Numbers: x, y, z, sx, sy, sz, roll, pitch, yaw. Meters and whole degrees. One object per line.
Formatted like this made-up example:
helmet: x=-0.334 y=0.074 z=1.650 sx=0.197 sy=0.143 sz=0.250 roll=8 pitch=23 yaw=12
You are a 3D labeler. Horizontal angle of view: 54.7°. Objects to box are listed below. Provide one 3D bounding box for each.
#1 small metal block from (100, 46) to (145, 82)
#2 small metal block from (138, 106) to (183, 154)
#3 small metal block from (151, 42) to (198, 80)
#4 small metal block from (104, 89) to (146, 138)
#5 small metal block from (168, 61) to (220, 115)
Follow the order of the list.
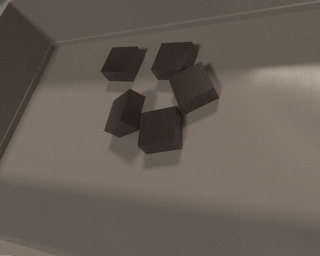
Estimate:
small metal block: x=-0.060 y=-0.103 z=0.499 sx=0.050 sy=0.025 sz=0.050 roll=7 pitch=65 yaw=31
small metal block: x=0.001 y=0.003 z=0.402 sx=0.050 sy=0.025 sz=0.050 roll=-10 pitch=57 yaw=22
small metal block: x=0.021 y=-0.098 z=0.453 sx=0.050 sy=0.025 sz=0.050 roll=7 pitch=65 yaw=30
small metal block: x=-0.049 y=-0.019 z=0.428 sx=0.050 sy=0.025 sz=0.050 roll=-25 pitch=46 yaw=52
small metal block: x=0.044 y=-0.053 z=0.414 sx=0.050 sy=0.025 sz=0.050 roll=-26 pitch=53 yaw=11
